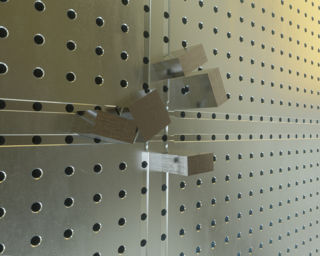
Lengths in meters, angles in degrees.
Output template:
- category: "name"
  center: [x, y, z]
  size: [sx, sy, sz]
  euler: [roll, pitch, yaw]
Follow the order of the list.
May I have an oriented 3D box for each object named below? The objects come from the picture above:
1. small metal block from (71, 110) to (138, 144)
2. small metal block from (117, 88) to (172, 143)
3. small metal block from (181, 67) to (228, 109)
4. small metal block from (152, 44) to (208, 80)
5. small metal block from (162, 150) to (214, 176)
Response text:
- category: "small metal block"
  center: [-0.062, -0.001, 0.343]
  size: [0.050, 0.050, 0.025]
  euler: [18, 79, -39]
- category: "small metal block"
  center: [-0.019, -0.016, 0.395]
  size: [0.050, 0.025, 0.050]
  euler: [-38, 114, -34]
- category: "small metal block"
  center: [0.065, -0.057, 0.449]
  size: [0.025, 0.050, 0.050]
  euler: [-32, 111, -36]
- category: "small metal block"
  center: [0.027, -0.089, 0.418]
  size: [0.050, 0.050, 0.025]
  euler: [-37, 113, -34]
- category: "small metal block"
  center: [0.038, 0.047, 0.427]
  size: [0.050, 0.050, 0.025]
  euler: [-3, 92, -40]
